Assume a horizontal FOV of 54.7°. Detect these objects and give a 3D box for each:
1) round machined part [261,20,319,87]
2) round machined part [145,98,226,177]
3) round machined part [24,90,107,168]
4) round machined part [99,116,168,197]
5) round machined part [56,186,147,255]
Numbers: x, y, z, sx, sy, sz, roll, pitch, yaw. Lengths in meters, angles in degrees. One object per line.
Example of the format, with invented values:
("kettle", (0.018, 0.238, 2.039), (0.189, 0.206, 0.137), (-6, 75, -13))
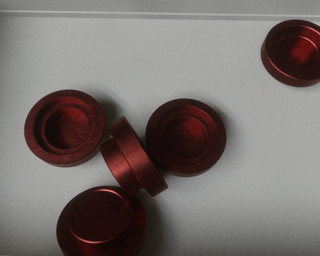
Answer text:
("round machined part", (0.192, -0.101, 0.440), (0.099, 0.042, 0.098), (0, 70, -1))
("round machined part", (0.031, 0.015, 0.395), (0.099, 0.042, 0.098), (1, 69, -2))
("round machined part", (-0.117, 0.003, 0.398), (0.099, 0.042, 0.098), (0, 70, -1))
("round machined part", (-0.034, 0.038, 0.357), (0.042, 0.098, 0.098), (-32, 73, -3))
("round machined part", (-0.064, 0.104, 0.342), (0.099, 0.042, 0.098), (1, 44, -1))
